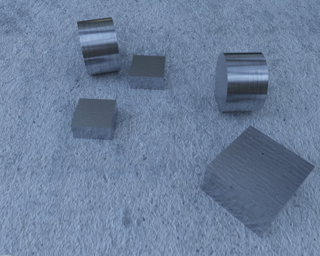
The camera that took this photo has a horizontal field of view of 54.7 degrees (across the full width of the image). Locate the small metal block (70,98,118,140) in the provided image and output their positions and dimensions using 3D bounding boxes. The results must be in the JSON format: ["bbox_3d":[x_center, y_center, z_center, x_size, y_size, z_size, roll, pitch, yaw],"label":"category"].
[{"bbox_3d":[-0.086,-0.012,0.413,0.050,0.025,0.050,3,50,2],"label":"small metal block"}]

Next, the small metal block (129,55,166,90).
[{"bbox_3d":[-0.018,-0.086,0.475,0.050,0.025,0.050,3,50,2],"label":"small metal block"}]

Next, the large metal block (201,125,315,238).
[{"bbox_3d":[0.105,0.056,0.341,0.080,0.050,0.080,37,59,27],"label":"large metal block"}]

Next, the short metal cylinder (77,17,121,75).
[{"bbox_3d":[-0.092,-0.124,0.471,0.050,0.080,0.080,-11,51,-9],"label":"short metal cylinder"}]

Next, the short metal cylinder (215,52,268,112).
[{"bbox_3d":[0.108,-0.062,0.421,0.050,0.080,0.080,-1,50,-1],"label":"short metal cylinder"}]
